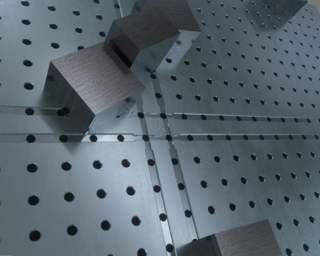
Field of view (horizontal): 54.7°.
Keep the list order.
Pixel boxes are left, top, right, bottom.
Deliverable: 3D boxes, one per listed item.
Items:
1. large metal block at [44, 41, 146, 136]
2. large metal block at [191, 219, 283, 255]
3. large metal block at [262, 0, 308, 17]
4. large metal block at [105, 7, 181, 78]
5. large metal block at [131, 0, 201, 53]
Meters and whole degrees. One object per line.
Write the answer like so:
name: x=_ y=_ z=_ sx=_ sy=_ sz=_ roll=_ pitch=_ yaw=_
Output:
large metal block: x=-0.080 y=-0.050 z=0.381 sx=0.080 sy=0.050 sz=0.081 roll=50 pitch=51 yaw=6
large metal block: x=0.092 y=0.156 z=0.349 sx=0.081 sy=0.050 sz=0.080 roll=-3 pitch=63 yaw=-30
large metal block: x=0.296 y=-0.319 z=0.750 sx=0.081 sy=0.050 sz=0.080 roll=-11 pitch=67 yaw=-33
large metal block: x=-0.031 y=-0.110 z=0.425 sx=0.081 sy=0.080 sz=0.050 roll=-35 pitch=82 yaw=-39
large metal block: x=0.008 y=-0.172 z=0.503 sx=0.081 sy=0.050 sz=0.080 roll=-6 pitch=65 yaw=-31
